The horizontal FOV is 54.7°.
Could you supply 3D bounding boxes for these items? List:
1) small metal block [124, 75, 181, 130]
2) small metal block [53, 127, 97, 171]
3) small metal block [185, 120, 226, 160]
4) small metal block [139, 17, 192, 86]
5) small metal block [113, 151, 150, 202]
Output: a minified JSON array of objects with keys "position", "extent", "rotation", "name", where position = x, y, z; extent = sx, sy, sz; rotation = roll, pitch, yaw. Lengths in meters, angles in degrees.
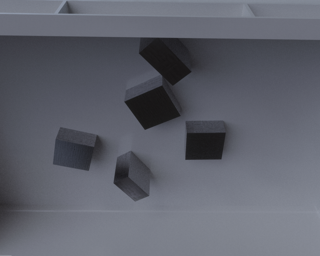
[{"position":[-0.008,-0.031,0.382],"extent":[0.050,0.025,0.050],"rotation":[-21,127,17],"name":"small metal block"},{"position":[-0.119,0.030,0.433],"extent":[0.050,0.025,0.050],"rotation":[12,129,-11],"name":"small metal block"},{"position":[0.060,0.017,0.424],"extent":[0.050,0.025,0.050],"rotation":[-1,130,0],"name":"small metal block"},{"position":[0.006,-0.080,0.324],"extent":[0.025,0.050,0.050],"rotation":[-35,122,26],"name":"small metal block"},{"position":[-0.039,0.070,0.452],"extent":[0.025,0.050,0.050],"rotation":[-27,125,21],"name":"small metal block"}]
